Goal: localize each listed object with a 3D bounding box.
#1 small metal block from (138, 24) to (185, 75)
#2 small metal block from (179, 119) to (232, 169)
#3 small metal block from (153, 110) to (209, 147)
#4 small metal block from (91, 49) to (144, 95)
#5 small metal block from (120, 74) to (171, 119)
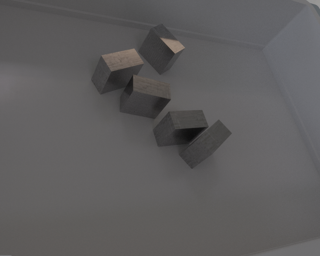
[{"bbox_3d":[0.001,-0.116,0.461,0.050,0.050,0.025,48,51,5],"label":"small metal block"},{"bbox_3d":[0.060,0.022,0.408,0.025,0.050,0.050,48,51,5],"label":"small metal block"},{"bbox_3d":[0.026,0.001,0.403,0.050,0.050,0.025,-4,64,-30],"label":"small metal block"},{"bbox_3d":[-0.056,-0.074,0.404,0.050,0.050,0.025,-23,75,-36],"label":"small metal block"},{"bbox_3d":[-0.020,-0.039,0.402,0.050,0.050,0.025,11,57,-23],"label":"small metal block"}]
